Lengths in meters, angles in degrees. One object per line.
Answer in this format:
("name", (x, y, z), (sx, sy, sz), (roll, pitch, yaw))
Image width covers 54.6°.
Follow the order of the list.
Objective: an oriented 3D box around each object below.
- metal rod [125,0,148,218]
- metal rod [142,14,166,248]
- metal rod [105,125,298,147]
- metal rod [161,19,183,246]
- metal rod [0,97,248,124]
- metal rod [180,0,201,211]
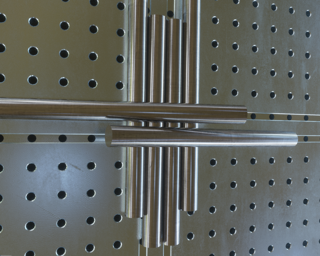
("metal rod", (-0.030, -0.037, 0.400), (0.025, 0.025, 0.298), (1, 90, -20))
("metal rod", (-0.008, 0.004, 0.408), (0.025, 0.025, 0.298), (1, 90, -20))
("metal rod", (0.075, 0.013, 0.418), (0.302, 0.025, 0.025), (2, 90, -29))
("metal rod", (0.016, 0.005, 0.419), (0.025, 0.025, 0.298), (1, 90, -20))
("metal rod", (-0.040, -0.020, 0.373), (0.302, 0.025, 0.025), (1, 90, -11))
("metal rod", (0.041, -0.038, 0.427), (0.025, 0.025, 0.298), (1, 90, -20))
